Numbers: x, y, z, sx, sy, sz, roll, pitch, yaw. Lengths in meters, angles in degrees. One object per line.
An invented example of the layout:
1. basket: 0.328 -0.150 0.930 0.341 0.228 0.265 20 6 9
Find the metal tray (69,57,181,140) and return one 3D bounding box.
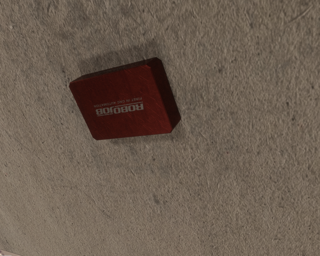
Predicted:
1. metal tray: -0.047 -0.034 0.406 0.130 0.030 0.090 -7 116 30
